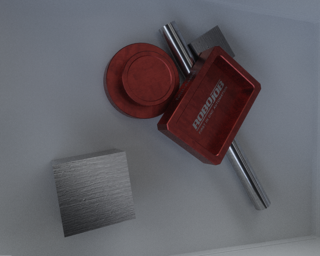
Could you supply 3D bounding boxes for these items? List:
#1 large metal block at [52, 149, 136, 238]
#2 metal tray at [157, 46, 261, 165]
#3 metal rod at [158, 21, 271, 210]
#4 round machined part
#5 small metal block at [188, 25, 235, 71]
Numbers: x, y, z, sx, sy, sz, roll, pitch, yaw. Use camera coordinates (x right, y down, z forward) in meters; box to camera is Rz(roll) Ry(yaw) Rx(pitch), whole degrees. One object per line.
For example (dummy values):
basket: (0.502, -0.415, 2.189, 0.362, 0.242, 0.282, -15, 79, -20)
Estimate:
large metal block: (-0.080, 0.072, 0.368, 0.081, 0.050, 0.079, -10, 94, -20)
metal tray: (0.067, -0.029, 0.404, 0.090, 0.030, 0.130, 37, 75, -20)
metal rod: (0.082, -0.010, 0.442, 0.025, 0.025, 0.299, -33, 101, -17)
round machined part: (-0.019, -0.060, 0.395, 0.099, 0.042, 0.097, 0, 90, -21)
small metal block: (0.070, -0.108, 0.437, 0.050, 0.025, 0.050, -37, 102, -17)
